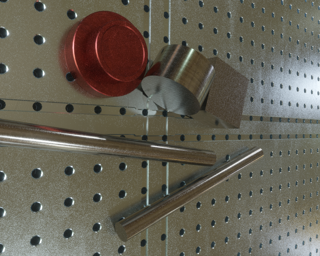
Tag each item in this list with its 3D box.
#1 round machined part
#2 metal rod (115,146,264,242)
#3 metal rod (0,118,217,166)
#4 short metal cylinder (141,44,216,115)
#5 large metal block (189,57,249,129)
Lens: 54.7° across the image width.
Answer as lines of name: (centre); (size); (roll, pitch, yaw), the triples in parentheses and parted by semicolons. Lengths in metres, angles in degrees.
round machined part: (-0.053, -0.085, 0.355); (0.099, 0.042, 0.097); (0, 90, -40)
metal rod: (0.065, 0.085, 0.465); (0.302, 0.025, 0.025); (-20, 103, -39)
metal rod: (-0.037, 0.025, 0.379); (0.302, 0.025, 0.025); (11, 83, -40)
short metal cylinder: (0.024, -0.060, 0.395); (0.080, 0.080, 0.050); (42, 65, -33)
large metal block: (0.083, -0.049, 0.465); (0.080, 0.050, 0.080); (23, 75, -38)
